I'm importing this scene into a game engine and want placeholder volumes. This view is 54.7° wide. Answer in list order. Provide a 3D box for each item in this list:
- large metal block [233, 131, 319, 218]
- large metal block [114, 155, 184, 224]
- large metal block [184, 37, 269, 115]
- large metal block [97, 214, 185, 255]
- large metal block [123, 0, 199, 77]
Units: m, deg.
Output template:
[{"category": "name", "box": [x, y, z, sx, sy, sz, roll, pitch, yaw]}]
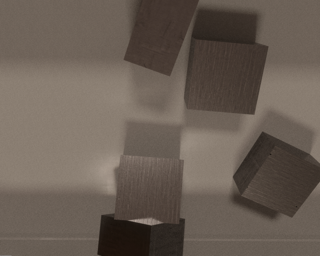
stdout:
[{"category": "large metal block", "box": [0.160, 0.063, 0.424, 0.080, 0.050, 0.080, 25, 108, -9]}, {"category": "large metal block", "box": [-0.014, 0.079, 0.411, 0.081, 0.050, 0.080, 5, 84, -3]}, {"category": "large metal block", "box": [0.076, -0.065, 0.375, 0.081, 0.050, 0.079, 5, 110, -2]}, {"category": "large metal block", "box": [-0.023, 0.144, 0.412, 0.080, 0.080, 0.050, 0, 81, 34]}, {"category": "large metal block", "box": [0.000, -0.110, 0.341, 0.050, 0.080, 0.079, 19, 109, -7]}]
